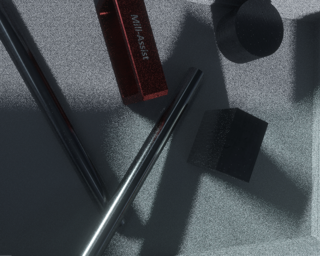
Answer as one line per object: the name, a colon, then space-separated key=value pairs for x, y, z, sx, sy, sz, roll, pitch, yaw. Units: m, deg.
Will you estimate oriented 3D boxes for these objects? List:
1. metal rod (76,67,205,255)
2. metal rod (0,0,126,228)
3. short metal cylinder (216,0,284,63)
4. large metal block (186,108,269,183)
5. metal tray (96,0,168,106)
metal rod: x=-0.022 y=0.046 z=0.384 sx=0.025 sy=0.025 sz=0.300 roll=36 pitch=71 yaw=-17
metal rod: x=-0.120 y=-0.010 z=0.366 sx=0.025 sy=0.025 sz=0.299 roll=-30 pitch=100 yaw=-18
short metal cylinder: x=0.128 y=-0.137 z=0.446 sx=0.081 sy=0.050 sz=0.079 roll=0 pitch=90 yaw=-21
large metal block: x=0.087 y=0.021 z=0.415 sx=0.050 sy=0.080 sz=0.080 roll=23 pitch=82 yaw=-19
metal tray: x=-0.036 y=-0.095 z=0.363 sx=0.030 sy=0.090 sz=0.129 roll=-18 pitch=96 yaw=-19
